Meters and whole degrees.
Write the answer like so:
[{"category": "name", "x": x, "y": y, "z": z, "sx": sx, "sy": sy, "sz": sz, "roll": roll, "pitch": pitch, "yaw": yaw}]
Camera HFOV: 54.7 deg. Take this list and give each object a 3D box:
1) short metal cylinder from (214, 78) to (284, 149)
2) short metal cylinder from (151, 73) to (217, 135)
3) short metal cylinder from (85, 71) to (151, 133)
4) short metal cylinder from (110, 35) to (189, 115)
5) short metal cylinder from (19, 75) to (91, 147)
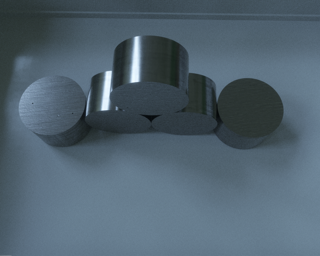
[{"category": "short metal cylinder", "x": 0.111, "y": -0.017, "z": 0.402, "sx": 0.081, "sy": 0.050, "sz": 0.080, "roll": 0, "pitch": 70, "yaw": 0}, {"category": "short metal cylinder", "x": 0.030, "y": -0.027, "z": 0.388, "sx": 0.080, "sy": 0.080, "sz": 0.050, "roll": 2, "pitch": 70, "yaw": 0}, {"category": "short metal cylinder", "x": -0.050, "y": -0.030, "z": 0.389, "sx": 0.080, "sy": 0.080, "sz": 0.050, "roll": 2, "pitch": 70, "yaw": 0}, {"category": "short metal cylinder", "x": -0.010, "y": -0.051, "z": 0.324, "sx": 0.080, "sy": 0.080, "sz": 0.050, "roll": 2, "pitch": 70, "yaw": 0}, {"category": "short metal cylinder", "x": -0.131, "y": -0.021, "z": 0.401, "sx": 0.081, "sy": 0.050, "sz": 0.080, "roll": 0, "pitch": 70, "yaw": 0}]
